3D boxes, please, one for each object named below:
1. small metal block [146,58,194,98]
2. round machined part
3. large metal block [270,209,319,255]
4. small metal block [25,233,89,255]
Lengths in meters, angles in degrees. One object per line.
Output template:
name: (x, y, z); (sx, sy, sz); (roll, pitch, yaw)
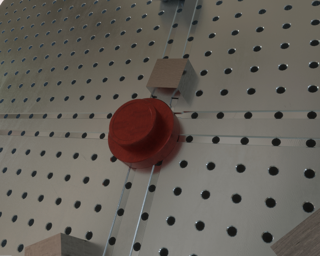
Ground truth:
small metal block: (0.015, -0.072, 0.443); (0.050, 0.025, 0.050); (7, 65, 31)
round machined part: (-0.028, 0.001, 0.410); (0.098, 0.042, 0.098); (-13, 56, 21)
large metal block: (0.151, 0.108, 0.247); (0.080, 0.050, 0.080); (-39, 51, 1)
small metal block: (-0.120, 0.148, 0.362); (0.050, 0.050, 0.025); (-25, 53, 12)
